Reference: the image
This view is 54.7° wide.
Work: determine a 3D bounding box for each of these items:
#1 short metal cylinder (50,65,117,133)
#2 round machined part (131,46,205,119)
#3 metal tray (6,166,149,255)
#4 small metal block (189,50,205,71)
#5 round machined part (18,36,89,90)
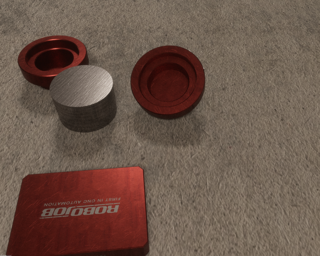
[{"bbox_3d":[-0.102,-0.040,0.420,0.081,0.050,0.080,0,50,0],"label":"short metal cylinder"},{"bbox_3d":[0.012,-0.059,0.425,0.099,0.042,0.098,-2,77,8],"label":"round machined part"},{"bbox_3d":[-0.080,0.090,0.323,0.131,0.030,0.090,-4,50,-4],"label":"metal tray"},{"bbox_3d":[0.034,-0.091,0.480,0.050,0.025,0.050,-17,52,-14],"label":"small metal block"},{"bbox_3d":[-0.158,-0.095,0.470,0.099,0.042,0.098,0,50,0],"label":"round machined part"}]
